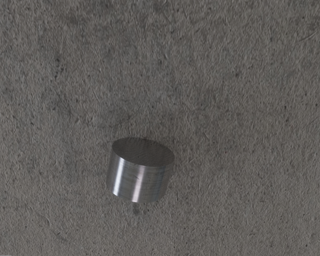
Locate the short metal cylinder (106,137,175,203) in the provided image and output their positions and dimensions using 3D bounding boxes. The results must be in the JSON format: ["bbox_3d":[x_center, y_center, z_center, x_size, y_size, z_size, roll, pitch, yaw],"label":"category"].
[{"bbox_3d":[-0.026,0.052,0.399,0.080,0.080,0.050,12,110,-5],"label":"short metal cylinder"}]
